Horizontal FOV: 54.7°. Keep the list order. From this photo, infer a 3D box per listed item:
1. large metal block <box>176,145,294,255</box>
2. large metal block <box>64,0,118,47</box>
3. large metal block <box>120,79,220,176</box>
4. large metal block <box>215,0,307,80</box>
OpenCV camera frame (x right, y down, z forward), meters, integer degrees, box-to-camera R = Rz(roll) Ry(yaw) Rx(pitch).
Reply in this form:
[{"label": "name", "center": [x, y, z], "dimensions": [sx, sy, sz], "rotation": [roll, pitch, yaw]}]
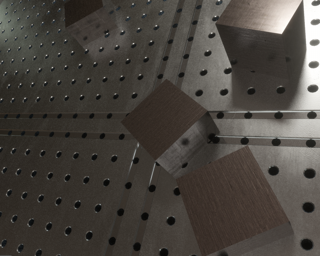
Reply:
[{"label": "large metal block", "center": [0.072, 0.077, 0.307], "dimensions": [0.080, 0.050, 0.080], "rotation": [-27, 53, 11]}, {"label": "large metal block", "center": [-0.133, -0.215, 0.591], "dimensions": [0.080, 0.050, 0.080], "rotation": [-24, 53, 13]}, {"label": "large metal block", "center": [0.012, -0.002, 0.386], "dimensions": [0.080, 0.050, 0.080], "rotation": [-44, 51, -2]}, {"label": "large metal block", "center": [0.124, -0.111, 0.375], "dimensions": [0.080, 0.080, 0.050], "rotation": [24, 75, 36]}]
